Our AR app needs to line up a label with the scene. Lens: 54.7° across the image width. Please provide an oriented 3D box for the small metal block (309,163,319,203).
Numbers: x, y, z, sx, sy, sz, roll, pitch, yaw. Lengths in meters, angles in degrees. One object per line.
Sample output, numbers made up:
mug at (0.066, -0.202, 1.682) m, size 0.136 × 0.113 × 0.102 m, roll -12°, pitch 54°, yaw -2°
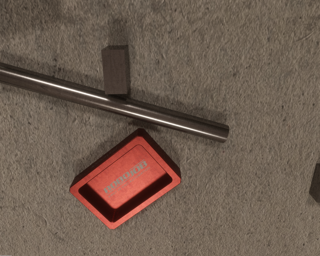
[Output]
small metal block at (0.249, 0.079, 0.443) m, size 0.050 × 0.025 × 0.050 m, roll 2°, pitch 110°, yaw -2°

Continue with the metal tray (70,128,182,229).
metal tray at (-0.047, 0.073, 0.433) m, size 0.130 × 0.030 × 0.090 m, roll -37°, pitch 106°, yaw 12°

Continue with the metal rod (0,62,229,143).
metal rod at (-0.057, -0.031, 0.397) m, size 0.302 × 0.025 × 0.025 m, roll 15°, pitch 109°, yaw -6°

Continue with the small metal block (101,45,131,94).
small metal block at (-0.051, -0.071, 0.370) m, size 0.025 × 0.050 × 0.050 m, roll -2°, pitch 110°, yaw 0°
